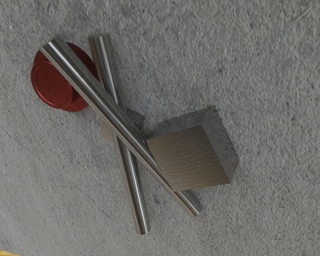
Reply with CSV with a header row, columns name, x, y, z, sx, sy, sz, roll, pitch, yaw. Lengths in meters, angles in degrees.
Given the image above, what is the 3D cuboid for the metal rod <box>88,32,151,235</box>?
name,x,y,z,sx,sy,sz,roll,pitch,yaw
metal rod,-0.047,0.027,0.414,0.025,0.025,0.298,5,121,25

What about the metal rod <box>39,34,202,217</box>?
name,x,y,z,sx,sy,sz,roll,pitch,yaw
metal rod,-0.031,0.016,0.383,0.025,0.025,0.300,-17,125,34

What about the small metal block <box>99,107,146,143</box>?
name,x,y,z,sx,sy,sz,roll,pitch,yaw
small metal block,-0.053,-0.002,0.432,0.050,0.025,0.050,27,128,11

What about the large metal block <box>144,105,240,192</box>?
name,x,y,z,sx,sy,sz,roll,pitch,yaw
large metal block,0.041,0.027,0.385,0.080,0.050,0.080,-17,110,34

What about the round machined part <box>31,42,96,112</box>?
name,x,y,z,sx,sy,sz,roll,pitch,yaw
round machined part,-0.136,-0.065,0.425,0.098,0.042,0.097,13,124,20
